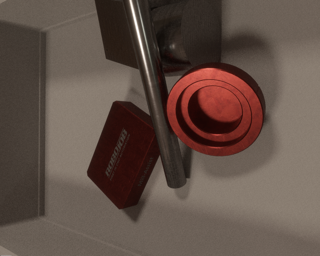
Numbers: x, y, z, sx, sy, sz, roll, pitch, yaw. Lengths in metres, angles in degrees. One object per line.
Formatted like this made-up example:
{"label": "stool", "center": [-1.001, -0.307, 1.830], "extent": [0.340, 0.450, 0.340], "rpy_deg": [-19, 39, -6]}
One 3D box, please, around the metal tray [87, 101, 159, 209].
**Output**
{"label": "metal tray", "center": [-0.050, 0.037, 0.443], "extent": [0.090, 0.030, 0.129], "rpy_deg": [36, 112, 33]}

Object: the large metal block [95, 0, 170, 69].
{"label": "large metal block", "center": [-0.031, -0.125, 0.393], "extent": [0.080, 0.050, 0.079], "rpy_deg": [25, 135, 37]}

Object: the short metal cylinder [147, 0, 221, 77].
{"label": "short metal cylinder", "center": [0.027, -0.100, 0.347], "extent": [0.050, 0.081, 0.079], "rpy_deg": [2, 91, 40]}

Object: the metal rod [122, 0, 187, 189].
{"label": "metal rod", "center": [-0.009, -0.062, 0.325], "extent": [0.025, 0.025, 0.298], "rpy_deg": [10, 124, 39]}

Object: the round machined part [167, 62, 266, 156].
{"label": "round machined part", "center": [0.060, -0.022, 0.327], "extent": [0.098, 0.042, 0.097], "rpy_deg": [11, 121, 18]}
